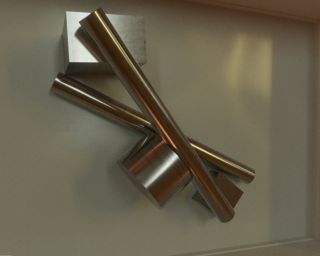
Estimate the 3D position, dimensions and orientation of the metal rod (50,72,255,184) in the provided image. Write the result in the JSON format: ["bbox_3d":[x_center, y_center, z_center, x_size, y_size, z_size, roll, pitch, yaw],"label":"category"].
[{"bbox_3d":[0.004,0.008,0.412,0.301,0.025,0.025,26,81,-19],"label":"metal rod"}]

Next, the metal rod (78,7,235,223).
[{"bbox_3d":[0.012,0.005,0.352,0.025,0.025,0.299,-42,116,-15],"label":"metal rod"}]

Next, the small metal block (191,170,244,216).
[{"bbox_3d":[0.082,0.096,0.441,0.050,0.025,0.050,40,77,-16],"label":"small metal block"}]

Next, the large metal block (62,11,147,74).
[{"bbox_3d":[-0.067,-0.093,0.356,0.081,0.080,0.050,-4,92,-20],"label":"large metal block"}]

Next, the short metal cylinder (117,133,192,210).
[{"bbox_3d":[-0.007,0.053,0.377,0.050,0.080,0.080,-42,104,-15],"label":"short metal cylinder"}]
